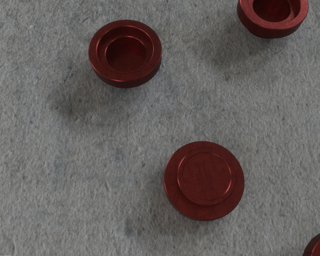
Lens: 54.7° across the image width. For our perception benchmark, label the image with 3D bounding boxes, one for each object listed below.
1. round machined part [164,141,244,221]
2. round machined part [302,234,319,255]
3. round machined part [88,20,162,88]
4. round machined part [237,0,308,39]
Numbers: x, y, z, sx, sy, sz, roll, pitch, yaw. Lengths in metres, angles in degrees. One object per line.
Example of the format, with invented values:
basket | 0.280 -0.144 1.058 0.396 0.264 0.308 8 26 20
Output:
round machined part | 0.054 0.062 0.377 0.099 0.042 0.098 0 70 -1
round machined part | 0.205 0.163 0.342 0.099 0.042 0.098 0 70 -1
round machined part | -0.047 -0.099 0.435 0.099 0.042 0.098 0 70 -1
round machined part | 0.164 -0.175 0.465 0.099 0.042 0.098 0 70 -1
